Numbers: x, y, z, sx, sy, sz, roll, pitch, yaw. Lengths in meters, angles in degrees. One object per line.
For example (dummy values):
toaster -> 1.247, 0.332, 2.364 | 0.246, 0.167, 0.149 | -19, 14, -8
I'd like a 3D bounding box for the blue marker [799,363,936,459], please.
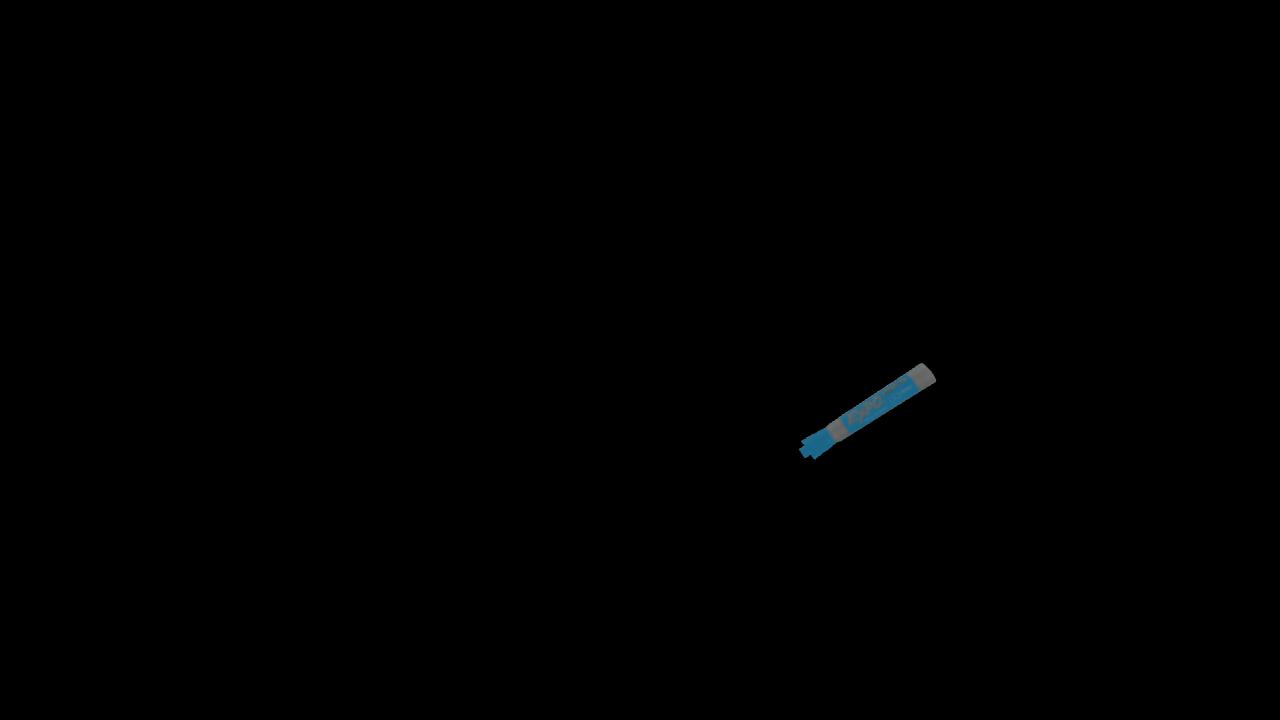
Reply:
blue marker -> 0.184, 0.044, 0.505 | 0.121, 0.020, 0.020 | -36, -7, 10
